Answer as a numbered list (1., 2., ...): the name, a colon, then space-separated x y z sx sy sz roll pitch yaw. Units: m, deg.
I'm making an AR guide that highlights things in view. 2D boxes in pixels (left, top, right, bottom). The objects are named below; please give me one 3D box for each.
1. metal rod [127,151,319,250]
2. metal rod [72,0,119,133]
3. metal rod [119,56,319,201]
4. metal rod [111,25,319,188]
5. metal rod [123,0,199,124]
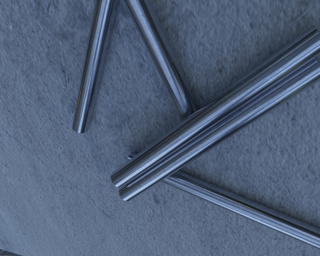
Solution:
1. metal rod: 0.092 0.098 0.417 0.301 0.025 0.025 21 126 15
2. metal rod: -0.074 -0.109 0.376 0.025 0.025 0.298 30 128 9
3. metal rod: 0.051 0.017 0.370 0.299 0.025 0.025 -38 97 32
4. metal rod: 0.042 -0.004 0.351 0.299 0.025 0.025 -37 98 33
5. metal rod: -0.024 -0.130 0.313 0.025 0.025 0.299 -10 121 32
